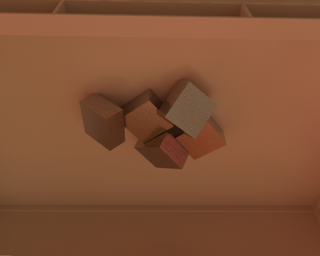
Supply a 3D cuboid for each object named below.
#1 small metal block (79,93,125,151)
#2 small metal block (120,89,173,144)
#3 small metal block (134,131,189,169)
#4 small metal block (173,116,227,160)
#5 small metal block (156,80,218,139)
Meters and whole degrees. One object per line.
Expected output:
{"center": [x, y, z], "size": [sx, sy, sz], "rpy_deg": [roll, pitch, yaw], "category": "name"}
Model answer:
{"center": [-0.070, -0.008, 0.381], "size": [0.050, 0.025, 0.050], "rpy_deg": [31, 138, 31], "category": "small metal block"}
{"center": [-0.017, -0.014, 0.395], "size": [0.050, 0.025, 0.050], "rpy_deg": [-30, 124, 23], "category": "small metal block"}
{"center": [0.002, 0.031, 0.418], "size": [0.050, 0.025, 0.050], "rpy_deg": [-4, 139, 46], "category": "small metal block"}
{"center": [0.053, 0.010, 0.416], "size": [0.050, 0.025, 0.050], "rpy_deg": [-29, 125, 22], "category": "small metal block"}
{"center": [0.033, -0.023, 0.373], "size": [0.050, 0.025, 0.050], "rpy_deg": [36, 86, -27], "category": "small metal block"}
